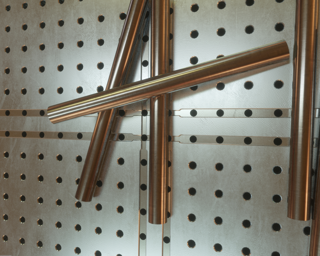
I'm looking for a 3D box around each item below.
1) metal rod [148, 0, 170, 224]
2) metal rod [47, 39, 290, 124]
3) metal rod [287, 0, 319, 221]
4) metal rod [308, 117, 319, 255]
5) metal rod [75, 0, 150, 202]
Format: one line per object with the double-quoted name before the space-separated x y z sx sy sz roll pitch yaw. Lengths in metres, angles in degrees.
"metal rod" -0.001 -0.025 0.412 0.025 0.025 0.298 1 90 19
"metal rod" 0.003 -0.054 0.384 0.301 0.025 0.025 -14 85 9
"metal rod" 0.164 -0.046 0.354 0.025 0.025 0.298 2 91 19
"metal rod" 0.189 0.036 0.346 0.025 0.025 0.298 5 92 19
"metal rod" -0.068 -0.040 0.435 0.025 0.025 0.298 19 96 18
